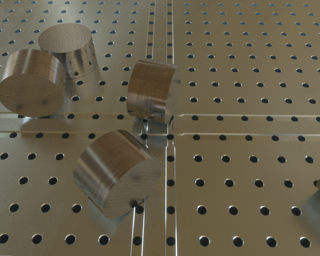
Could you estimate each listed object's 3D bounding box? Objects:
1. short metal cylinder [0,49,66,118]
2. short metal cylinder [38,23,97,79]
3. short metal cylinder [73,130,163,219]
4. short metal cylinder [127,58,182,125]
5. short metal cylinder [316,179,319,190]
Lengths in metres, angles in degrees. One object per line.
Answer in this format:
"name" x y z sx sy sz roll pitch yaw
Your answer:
"short metal cylinder" -0.171 -0.059 0.420 0.081 0.080 0.050 -6 50 -5
"short metal cylinder" -0.145 -0.123 0.494 0.081 0.050 0.080 0 50 0
"short metal cylinder" -0.044 0.049 0.331 0.080 0.080 0.050 -36 59 -26
"short metal cylinder" -0.006 -0.049 0.413 0.050 0.080 0.080 14 51 11
"short metal cylinder" 0.216 0.056 0.326 0.081 0.080 0.050 -23 54 -18
